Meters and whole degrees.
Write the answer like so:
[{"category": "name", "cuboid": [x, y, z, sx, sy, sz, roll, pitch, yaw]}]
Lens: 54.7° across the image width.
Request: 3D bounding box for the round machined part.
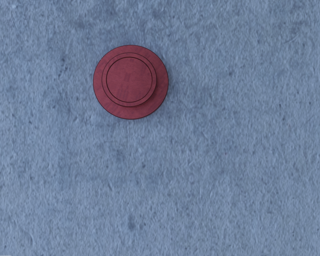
[{"category": "round machined part", "cuboid": [-0.038, -0.060, 0.401, 0.099, 0.042, 0.097, 0, 90, -1]}]
